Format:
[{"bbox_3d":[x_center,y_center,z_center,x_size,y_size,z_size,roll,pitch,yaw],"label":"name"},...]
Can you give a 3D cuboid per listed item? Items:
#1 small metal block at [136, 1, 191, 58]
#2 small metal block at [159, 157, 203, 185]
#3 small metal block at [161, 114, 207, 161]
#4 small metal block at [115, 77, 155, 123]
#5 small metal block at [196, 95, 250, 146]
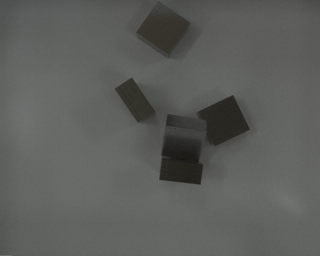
[{"bbox_3d":[0.004,-0.130,0.411,0.050,0.025,0.050,35,90,-1],"label":"small metal block"},{"bbox_3d":[0.026,0.053,0.399,0.050,0.050,0.025,7,90,-1],"label":"small metal block"},{"bbox_3d":[0.030,0.013,0.399,0.050,0.025,0.050,9,127,0],"label":"small metal block"},{"bbox_3d":[-0.030,-0.034,0.399,0.025,0.050,0.050,-34,90,0],"label":"small metal block"},{"bbox_3d":[0.083,-0.010,0.413,0.050,0.025,0.050,-26,90,-1],"label":"small metal block"}]
